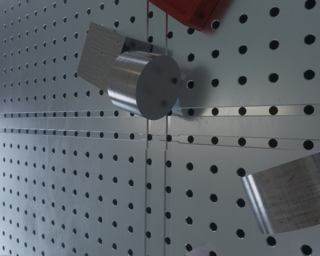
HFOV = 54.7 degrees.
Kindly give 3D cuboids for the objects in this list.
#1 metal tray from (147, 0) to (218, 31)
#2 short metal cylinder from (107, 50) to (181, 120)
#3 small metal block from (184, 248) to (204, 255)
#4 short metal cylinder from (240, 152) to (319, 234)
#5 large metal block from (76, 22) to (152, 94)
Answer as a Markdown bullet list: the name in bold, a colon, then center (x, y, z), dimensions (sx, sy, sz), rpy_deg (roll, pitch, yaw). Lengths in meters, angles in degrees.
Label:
- **metal tray**: center (0.022, -0.193, 0.388), dimensions (0.130, 0.030, 0.089), rpy_deg (45, 117, 30)
- **short metal cylinder**: center (-0.018, -0.055, 0.389), dimensions (0.050, 0.081, 0.079), rpy_deg (21, 103, 38)
- **small metal block**: center (0.044, 0.185, 0.373), dimensions (0.050, 0.025, 0.050), rpy_deg (39, 114, 33)
- **short metal cylinder**: center (0.119, 0.056, 0.275), dimensions (0.080, 0.081, 0.050), rpy_deg (-29, 72, 36)
- **large metal block**: center (-0.068, -0.099, 0.450), dimensions (0.080, 0.050, 0.079), rpy_deg (32, 110, 35)
